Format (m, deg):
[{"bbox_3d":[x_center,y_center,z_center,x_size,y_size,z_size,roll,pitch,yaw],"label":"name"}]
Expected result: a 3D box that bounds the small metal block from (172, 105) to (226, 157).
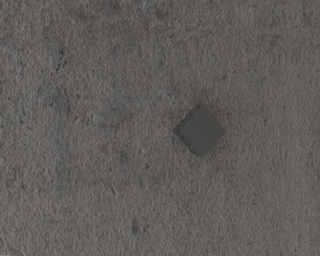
[{"bbox_3d":[0.054,0.004,0.429,0.050,0.025,0.050,-46,104,-14],"label":"small metal block"}]
